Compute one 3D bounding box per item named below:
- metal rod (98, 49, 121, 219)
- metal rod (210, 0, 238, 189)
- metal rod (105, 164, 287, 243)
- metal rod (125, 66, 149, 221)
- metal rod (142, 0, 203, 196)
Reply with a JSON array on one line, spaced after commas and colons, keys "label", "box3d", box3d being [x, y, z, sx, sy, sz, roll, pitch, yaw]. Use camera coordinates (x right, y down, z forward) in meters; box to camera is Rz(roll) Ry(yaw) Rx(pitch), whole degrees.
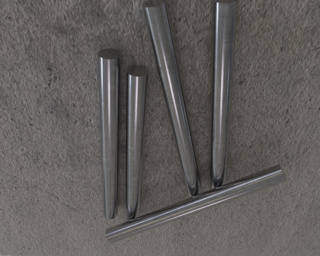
[{"label": "metal rod", "box3d": [-0.070, 0.032, 0.433, 0.025, 0.025, 0.298, 4, 130, -4]}, {"label": "metal rod", "box3d": [0.077, -0.012, 0.396, 0.025, 0.025, 0.298, -4, 130, 3]}, {"label": "metal rod", "box3d": [0.042, 0.122, 0.476, 0.300, 0.025, 0.025, -26, 126, 20]}, {"label": "metal rod", "box3d": [-0.037, 0.048, 0.447, 0.025, 0.025, 0.298, 3, 130, -3]}, {"label": "metal rod", "box3d": [0.025, -0.011, 0.397, 0.025, 0.025, 0.299, -9, 130, 7]}]
